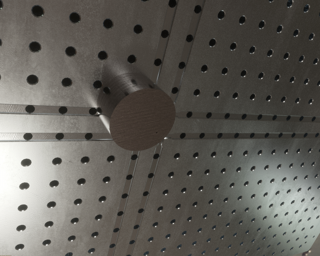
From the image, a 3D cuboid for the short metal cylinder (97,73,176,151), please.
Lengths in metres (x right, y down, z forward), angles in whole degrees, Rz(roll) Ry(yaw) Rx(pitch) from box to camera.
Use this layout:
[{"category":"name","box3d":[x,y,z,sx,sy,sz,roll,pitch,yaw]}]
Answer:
[{"category":"short metal cylinder","box3d":[-0.029,-0.020,0.369,0.081,0.050,0.079,-14,125,-21]}]
